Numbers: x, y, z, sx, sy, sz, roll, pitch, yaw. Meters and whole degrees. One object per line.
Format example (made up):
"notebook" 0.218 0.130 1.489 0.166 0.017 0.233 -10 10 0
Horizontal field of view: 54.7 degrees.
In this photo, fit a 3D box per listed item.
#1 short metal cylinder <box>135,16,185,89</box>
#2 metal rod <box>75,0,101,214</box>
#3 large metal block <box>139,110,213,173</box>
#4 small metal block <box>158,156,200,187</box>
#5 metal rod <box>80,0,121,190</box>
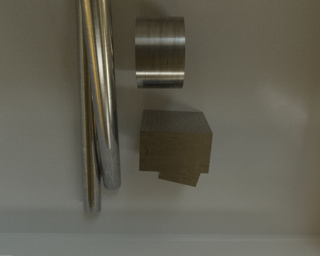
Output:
"short metal cylinder" 0.000 -0.085 0.351 0.050 0.080 0.079 0 110 0
"metal rod" -0.091 -0.021 0.402 0.025 0.025 0.298 3 110 -2
"large metal block" 0.017 0.014 0.387 0.081 0.080 0.050 2 110 -1
"small metal block" 0.025 0.051 0.417 0.050 0.050 0.025 14 110 -6
"metal rod" -0.060 -0.027 0.336 0.025 0.025 0.298 3 135 -2
